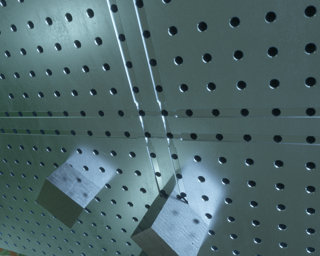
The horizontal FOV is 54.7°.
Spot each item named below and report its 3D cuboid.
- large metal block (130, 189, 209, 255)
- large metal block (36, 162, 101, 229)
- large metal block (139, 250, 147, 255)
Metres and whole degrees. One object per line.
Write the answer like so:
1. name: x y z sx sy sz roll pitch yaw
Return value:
1. large metal block: 0.017 0.154 0.461 0.080 0.080 0.050 47 128 -5
2. large metal block: -0.164 0.121 0.554 0.080 0.050 0.080 38 129 2
3. large metal block: 0.007 0.219 0.506 0.080 0.080 0.050 -33 100 38
